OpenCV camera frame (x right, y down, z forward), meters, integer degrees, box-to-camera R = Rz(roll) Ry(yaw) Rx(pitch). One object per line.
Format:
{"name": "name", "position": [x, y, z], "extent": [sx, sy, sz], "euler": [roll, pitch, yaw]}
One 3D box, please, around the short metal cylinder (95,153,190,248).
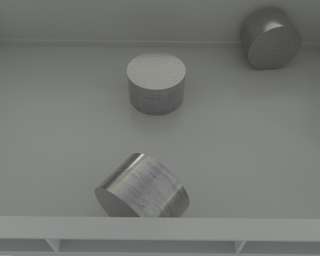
{"name": "short metal cylinder", "position": [-0.018, 0.072, 0.309], "extent": [0.080, 0.080, 0.050], "euler": [31, 57, 23]}

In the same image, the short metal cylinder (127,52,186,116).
{"name": "short metal cylinder", "position": [-0.005, -0.064, 0.443], "extent": [0.081, 0.050, 0.080], "euler": [0, 50, 0]}

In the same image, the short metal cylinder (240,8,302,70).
{"name": "short metal cylinder", "position": [0.173, -0.139, 0.488], "extent": [0.081, 0.080, 0.050], "euler": [-4, 50, -4]}
